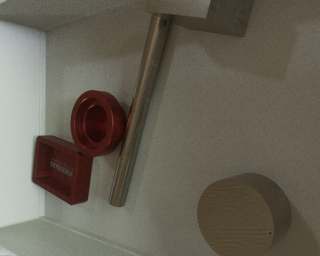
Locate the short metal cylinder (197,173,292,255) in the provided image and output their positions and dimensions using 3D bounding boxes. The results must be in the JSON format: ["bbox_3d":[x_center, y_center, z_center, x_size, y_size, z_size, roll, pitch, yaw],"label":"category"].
[{"bbox_3d":[0.086,0.089,0.319,0.080,0.050,0.079,0,90,39],"label":"short metal cylinder"}]

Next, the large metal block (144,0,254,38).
[{"bbox_3d":[0.044,-0.137,0.333,0.080,0.081,0.050,23,105,37],"label":"large metal block"}]

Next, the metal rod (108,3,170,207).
[{"bbox_3d":[-0.027,-0.031,0.427,0.025,0.025,0.298,23,105,37],"label":"metal rod"}]

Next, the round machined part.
[{"bbox_3d":[-0.088,-0.007,0.466,0.098,0.042,0.097,0,90,39],"label":"round machined part"}]

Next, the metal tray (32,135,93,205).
[{"bbox_3d":[-0.173,0.069,0.543,0.130,0.030,0.089,15,99,38],"label":"metal tray"}]
